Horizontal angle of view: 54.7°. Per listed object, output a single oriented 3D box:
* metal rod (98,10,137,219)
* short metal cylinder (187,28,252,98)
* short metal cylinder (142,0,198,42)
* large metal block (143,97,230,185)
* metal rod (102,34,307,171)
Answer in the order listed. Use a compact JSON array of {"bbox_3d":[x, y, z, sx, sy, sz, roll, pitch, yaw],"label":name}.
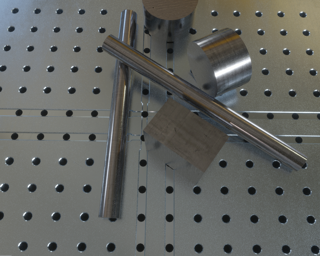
[{"bbox_3d":[-0.054,-0.032,0.422,0.025,0.025,0.299,3,70,1],"label":"metal rod"},{"bbox_3d":[0.078,-0.086,0.414,0.050,0.080,0.080,-25,72,-9],"label":"short metal cylinder"},{"bbox_3d":[0.014,-0.178,0.463,0.081,0.050,0.080,0,70,0],"label":"short metal cylinder"},{"bbox_3d":[0.029,0.019,0.376,0.080,0.080,0.050,35,74,11],"label":"large metal block"},{"bbox_3d":[0.054,-0.036,0.410,0.301,0.025,0.025,33,73,5],"label":"metal rod"}]
